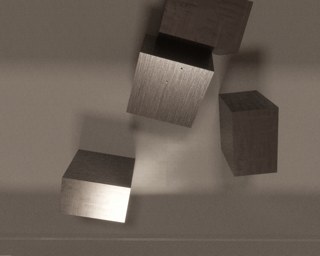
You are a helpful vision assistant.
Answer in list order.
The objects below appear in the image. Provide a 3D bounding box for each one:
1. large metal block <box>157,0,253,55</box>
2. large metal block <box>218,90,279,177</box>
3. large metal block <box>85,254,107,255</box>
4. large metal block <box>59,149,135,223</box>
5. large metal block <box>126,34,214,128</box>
[{"bbox_3d":[0.043,-0.115,0.337,0.081,0.080,0.050,14,101,-6],"label":"large metal block"},{"bbox_3d":[0.107,0.004,0.385,0.050,0.080,0.079,-6,110,2],"label":"large metal block"},{"bbox_3d":[-0.086,0.254,0.493,0.081,0.050,0.079,8,110,-3],"label":"large metal block"},{"bbox_3d":[-0.079,0.073,0.408,0.081,0.080,0.050,10,110,-4],"label":"large metal block"},{"bbox_3d":[0.010,-0.054,0.366,0.081,0.050,0.079,14,128,-6],"label":"large metal block"}]
